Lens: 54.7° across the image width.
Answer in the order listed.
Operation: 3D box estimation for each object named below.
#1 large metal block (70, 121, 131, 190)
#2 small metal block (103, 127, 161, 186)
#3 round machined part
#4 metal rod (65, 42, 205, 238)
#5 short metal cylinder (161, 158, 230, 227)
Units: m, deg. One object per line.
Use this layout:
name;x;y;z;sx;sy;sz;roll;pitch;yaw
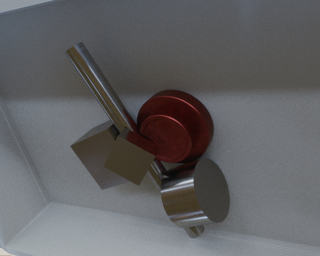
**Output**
large metal block;-0.065;0.034;0.441;0.080;0.050;0.080;-22;107;36
small metal block;-0.035;0.035;0.383;0.050;0.025;0.050;29;117;1
round machined part;0.014;0.005;0.389;0.098;0.042;0.097;13;124;20
metal rod;-0.026;0.026;0.408;0.025;0.025;0.299;-23;107;36
short metal cylinder;0.046;0.083;0.397;0.050;0.080;0.080;-22;107;36
